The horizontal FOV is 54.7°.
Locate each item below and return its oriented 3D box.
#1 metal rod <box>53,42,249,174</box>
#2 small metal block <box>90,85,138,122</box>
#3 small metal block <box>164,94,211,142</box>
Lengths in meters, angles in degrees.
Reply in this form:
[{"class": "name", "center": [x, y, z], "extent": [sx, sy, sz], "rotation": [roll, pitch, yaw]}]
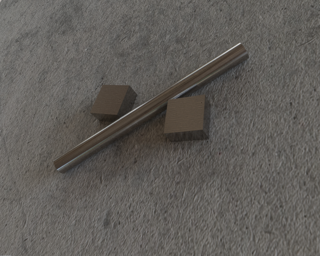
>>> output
[{"class": "metal rod", "center": [-0.017, -0.024, 0.425], "extent": [0.300, 0.025, 0.025], "rotation": [-32, 52, 7]}, {"class": "small metal block", "center": [-0.068, -0.036, 0.460], "extent": [0.050, 0.025, 0.050], "rotation": [6, 64, 30]}, {"class": "small metal block", "center": [0.035, -0.012, 0.391], "extent": [0.050, 0.025, 0.050], "rotation": [-6, 59, 24]}]
